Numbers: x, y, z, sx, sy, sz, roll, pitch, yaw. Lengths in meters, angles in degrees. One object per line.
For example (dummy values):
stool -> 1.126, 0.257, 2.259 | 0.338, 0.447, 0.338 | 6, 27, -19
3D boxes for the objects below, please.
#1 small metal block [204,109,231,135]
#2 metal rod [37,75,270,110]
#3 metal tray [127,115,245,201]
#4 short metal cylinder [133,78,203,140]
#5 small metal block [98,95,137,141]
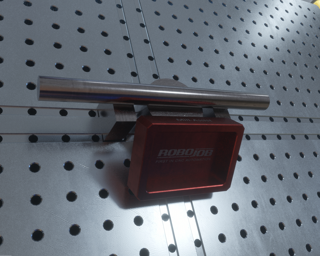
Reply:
small metal block -> 0.071, -0.015, 0.440 | 0.025, 0.050, 0.050 | -1, 62, -29
metal rod -> 0.014, -0.038, 0.375 | 0.303, 0.025, 0.025 | 0, 62, -28
metal tray -> 0.032, 0.033, 0.366 | 0.131, 0.089, 0.030 | 0, 18, -28
short metal cylinder -> 0.009, -0.018, 0.407 | 0.081, 0.050, 0.080 | 14, 56, -21
small metal block -> -0.053, -0.018, 0.375 | 0.025, 0.050, 0.050 | -1, 62, -29
